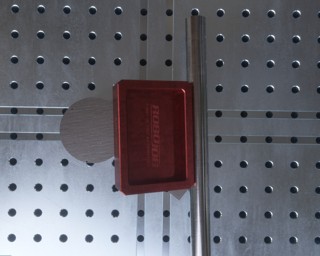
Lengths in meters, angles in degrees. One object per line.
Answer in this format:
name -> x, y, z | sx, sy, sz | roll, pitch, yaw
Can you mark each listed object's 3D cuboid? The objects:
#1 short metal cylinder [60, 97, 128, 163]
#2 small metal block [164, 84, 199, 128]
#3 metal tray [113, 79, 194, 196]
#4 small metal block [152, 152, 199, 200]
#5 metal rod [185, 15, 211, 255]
short metal cylinder -> -0.081, 0.003, 0.399 | 0.081, 0.050, 0.079 | 0, 90, -1
small metal block -> 0.031, -0.029, 0.414 | 0.050, 0.025, 0.050 | -15, 90, -1
metal tray -> -0.008, 0.010, 0.371 | 0.091, 0.030, 0.129 | -2, 90, -20
small metal block -> 0.021, 0.059, 0.413 | 0.050, 0.025, 0.050 | 39, 90, -1
metal rod -> 0.048, 0.012, 0.389 | 0.025, 0.025, 0.298 | -1, 90, -1
